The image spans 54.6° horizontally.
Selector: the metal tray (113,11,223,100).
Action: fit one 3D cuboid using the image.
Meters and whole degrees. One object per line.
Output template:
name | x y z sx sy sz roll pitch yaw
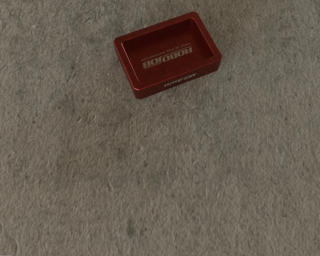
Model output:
metal tray | 0.010 -0.105 0.443 0.131 0.030 0.090 -22 72 -8
